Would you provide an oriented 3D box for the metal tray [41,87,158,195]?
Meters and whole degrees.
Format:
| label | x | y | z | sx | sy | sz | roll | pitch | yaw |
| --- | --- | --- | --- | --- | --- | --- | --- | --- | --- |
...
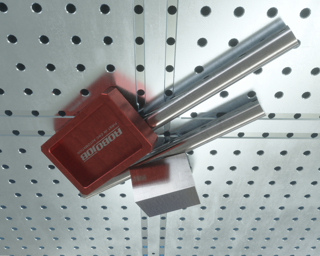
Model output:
| label | x | y | z | sx | sy | sz | roll | pitch | yaw |
| --- | --- | --- | --- | --- | --- | --- | --- | --- | --- |
| metal tray | -0.080 | 0.020 | 0.401 | 0.130 | 0.030 | 0.090 | -36 | 100 | 24 |

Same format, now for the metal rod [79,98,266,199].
| label | x | y | z | sx | sy | sz | roll | pitch | yaw |
| --- | --- | --- | --- | --- | --- | --- | --- | --- | --- |
| metal rod | 0.004 | 0.038 | 0.443 | 0.300 | 0.025 | 0.025 | -27 | 125 | 21 |

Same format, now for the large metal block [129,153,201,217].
| label | x | y | z | sx | sy | sz | roll | pitch | yaw |
| --- | --- | --- | --- | --- | --- | --- | --- | --- | --- |
| large metal block | 0.009 | 0.085 | 0.447 | 0.080 | 0.050 | 0.080 | -16 | 148 | 4 |

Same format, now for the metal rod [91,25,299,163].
| label | x | y | z | sx | sy | sz | roll | pitch | yaw |
| --- | --- | --- | --- | --- | --- | --- | --- | --- | --- |
| metal rod | 0.023 | -0.028 | 0.387 | 0.300 | 0.025 | 0.025 | -31 | 124 | 23 |
